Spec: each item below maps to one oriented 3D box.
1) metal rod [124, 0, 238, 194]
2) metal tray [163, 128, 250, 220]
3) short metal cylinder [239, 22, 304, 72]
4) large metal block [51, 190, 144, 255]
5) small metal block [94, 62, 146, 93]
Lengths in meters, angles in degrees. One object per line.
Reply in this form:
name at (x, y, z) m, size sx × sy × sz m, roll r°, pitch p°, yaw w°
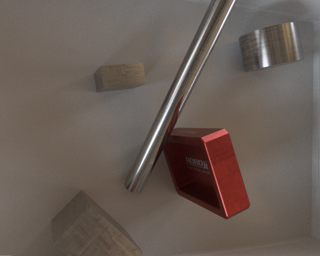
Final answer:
metal rod at (0.028, -0.052, 0.359) m, size 0.025 × 0.025 × 0.298 m, roll 20°, pitch 107°, yaw -20°
metal tray at (0.046, 0.047, 0.373) m, size 0.030 × 0.130 × 0.090 m, roll -20°, pitch 97°, yaw -19°
short metal cylinder at (0.157, -0.113, 0.441) m, size 0.081 × 0.080 × 0.050 m, roll -13°, pitch 95°, yaw -20°
large metal block at (-0.075, 0.124, 0.355) m, size 0.050 × 0.080 × 0.080 m, roll -46°, pitch 105°, yaw -14°
small metal block at (-0.050, -0.061, 0.379) m, size 0.050 × 0.050 × 0.025 m, roll -10°, pitch 94°, yaw -20°
